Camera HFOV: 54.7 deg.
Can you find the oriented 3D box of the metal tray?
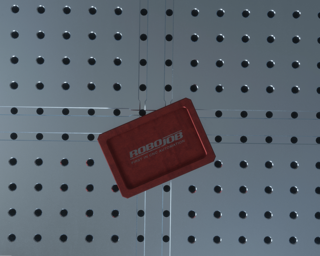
[{"bbox_3d":[-0.004,0.026,0.410,0.131,0.030,0.090,-23,90,-1],"label":"metal tray"}]
